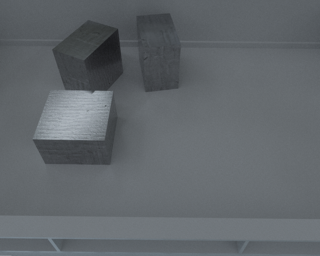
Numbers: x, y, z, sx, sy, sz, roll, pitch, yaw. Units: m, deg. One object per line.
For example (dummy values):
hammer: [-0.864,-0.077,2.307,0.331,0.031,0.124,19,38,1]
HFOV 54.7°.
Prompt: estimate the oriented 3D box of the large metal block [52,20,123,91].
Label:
large metal block: [-0.099,-0.095,0.449,0.050,0.080,0.080,21,53,17]

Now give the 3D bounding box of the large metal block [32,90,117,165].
large metal block: [-0.101,-0.001,0.389,0.080,0.050,0.080,1,50,1]

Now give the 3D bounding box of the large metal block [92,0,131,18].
large metal block: [-0.094,-0.275,0.602,0.050,0.080,0.080,14,52,11]

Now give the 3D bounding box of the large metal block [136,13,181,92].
large metal block: [-0.003,-0.112,0.464,0.050,0.080,0.080,-7,51,-6]
